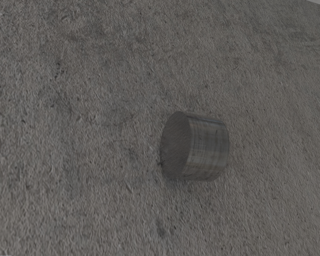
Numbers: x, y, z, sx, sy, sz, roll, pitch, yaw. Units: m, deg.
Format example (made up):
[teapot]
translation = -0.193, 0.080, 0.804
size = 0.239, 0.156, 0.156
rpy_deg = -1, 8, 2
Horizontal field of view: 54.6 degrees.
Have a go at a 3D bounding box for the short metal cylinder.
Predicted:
[short metal cylinder]
translation = 0.039, 0.023, 0.375
size = 0.050, 0.080, 0.080
rpy_deg = 9, 58, -23
